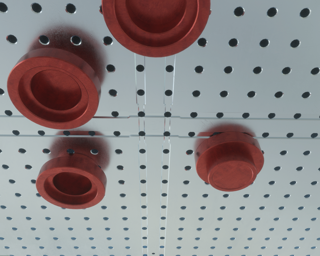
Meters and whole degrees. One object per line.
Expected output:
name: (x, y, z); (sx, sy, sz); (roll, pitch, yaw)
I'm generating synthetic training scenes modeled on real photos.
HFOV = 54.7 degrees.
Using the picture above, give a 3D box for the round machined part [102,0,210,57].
round machined part: (-0.003, -0.121, 0.297); (0.099, 0.042, 0.097); (-1, 130, 0)

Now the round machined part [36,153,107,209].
round machined part: (-0.129, 0.076, 0.463); (0.099, 0.042, 0.097); (-1, 130, 0)

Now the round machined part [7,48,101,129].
round machined part: (-0.118, -0.048, 0.358); (0.099, 0.042, 0.097); (-1, 130, 0)

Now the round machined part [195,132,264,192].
round machined part: (0.101, 0.055, 0.449); (0.099, 0.042, 0.097); (-1, 130, 0)
